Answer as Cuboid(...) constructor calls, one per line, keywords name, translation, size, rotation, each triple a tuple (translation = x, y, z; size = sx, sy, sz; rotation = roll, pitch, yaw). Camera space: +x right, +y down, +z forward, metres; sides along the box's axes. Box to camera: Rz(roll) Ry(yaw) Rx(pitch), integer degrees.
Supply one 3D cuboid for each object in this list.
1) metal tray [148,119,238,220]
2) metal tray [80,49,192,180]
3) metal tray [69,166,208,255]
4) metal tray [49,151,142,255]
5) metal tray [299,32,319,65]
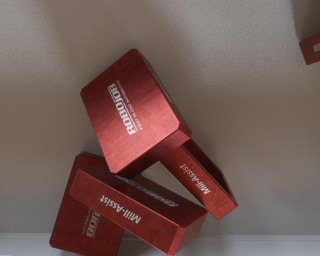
Cuboid(name="metal tray", translation=(0.039, 0.043, 0.392), size=(0.030, 0.090, 0.130), rotation=(-40, 106, 11))
Cuboid(name="metal tray", translation=(-0.033, -0.019, 0.354), size=(0.090, 0.130, 0.030), rotation=(-36, 147, 12))
Cuboid(name="metal tray", translation=(-0.021, 0.082, 0.343), size=(0.130, 0.090, 0.030), rotation=(23, 96, 23))
Cuboid(name="metal tray", translation=(-0.087, 0.107, 0.426), size=(0.091, 0.030, 0.129), rotation=(17, 91, -6))
Cuboid(name="metal tray", translation=(0.212, -0.102, 0.318), size=(0.090, 0.130, 0.030), rotation=(-20, 92, 7))
